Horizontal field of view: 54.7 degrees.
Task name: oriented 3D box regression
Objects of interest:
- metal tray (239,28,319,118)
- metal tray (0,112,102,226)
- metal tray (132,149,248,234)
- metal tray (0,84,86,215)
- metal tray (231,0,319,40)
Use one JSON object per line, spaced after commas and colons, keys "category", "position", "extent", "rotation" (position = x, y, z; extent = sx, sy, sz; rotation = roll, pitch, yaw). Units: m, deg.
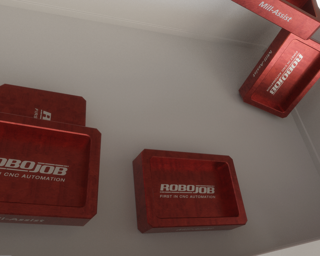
{"category": "metal tray", "position": [0.201, -0.086, 0.497], "extent": [0.091, 0.129, 0.030], "rotation": [20, 32, -17]}
{"category": "metal tray", "position": [-0.122, 0.036, 0.275], "extent": [0.131, 0.030, 0.090], "rotation": [11, 57, -23]}
{"category": "metal tray", "position": [0.036, 0.076, 0.374], "extent": [0.131, 0.030, 0.090], "rotation": [7, 59, -25]}
{"category": "metal tray", "position": [-0.127, 0.021, 0.321], "extent": [0.091, 0.030, 0.130], "rotation": [8, 58, -24]}
{"category": "metal tray", "position": [0.163, -0.186, 0.441], "extent": [0.131, 0.030, 0.090], "rotation": [24, 47, -9]}
